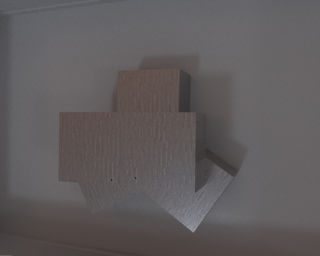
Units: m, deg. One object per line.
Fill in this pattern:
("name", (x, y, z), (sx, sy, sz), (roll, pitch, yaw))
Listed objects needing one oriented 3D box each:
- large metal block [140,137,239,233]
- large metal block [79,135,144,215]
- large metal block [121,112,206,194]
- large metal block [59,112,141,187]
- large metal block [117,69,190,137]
("large metal block", (0.037, 0.064, 0.381), (0.080, 0.050, 0.080), (36, 101, 17))
("large metal block", (-0.063, 0.059, 0.418), (0.080, 0.050, 0.080), (-27, 81, 18))
("large metal block", (0.005, 0.024, 0.339), (0.080, 0.050, 0.080), (1, 90, 20))
("large metal block", (-0.070, 0.022, 0.367), (0.080, 0.050, 0.080), (1, 90, 20))
("large metal block", (-0.007, -0.031, 0.398), (0.080, 0.050, 0.080), (2, 91, 20))
